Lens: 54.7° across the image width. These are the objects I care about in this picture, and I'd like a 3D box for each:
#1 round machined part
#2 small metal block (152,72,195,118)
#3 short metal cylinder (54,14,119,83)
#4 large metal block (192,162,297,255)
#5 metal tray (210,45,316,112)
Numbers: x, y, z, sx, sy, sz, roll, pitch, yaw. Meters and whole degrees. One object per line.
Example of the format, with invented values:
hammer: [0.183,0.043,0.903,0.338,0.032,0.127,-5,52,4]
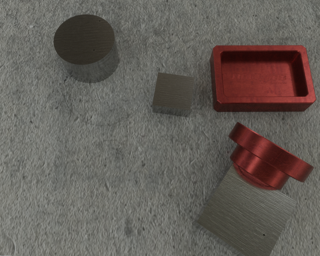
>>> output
round machined part: [0.122,0.036,0.363,0.098,0.098,0.042,32,98,11]
small metal block: [0.018,-0.045,0.425,0.050,0.025,0.050,8,70,2]
short metal cylinder: [-0.101,-0.110,0.434,0.081,0.050,0.080,0,70,0]
large metal block: [0.095,0.100,0.360,0.080,0.050,0.080,33,73,11]
metal tray: [0.139,-0.069,0.432,0.131,0.030,0.090,0,70,-1]
